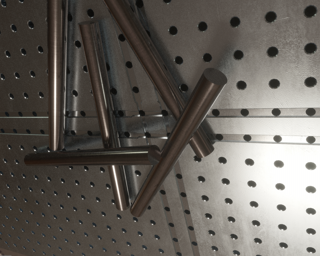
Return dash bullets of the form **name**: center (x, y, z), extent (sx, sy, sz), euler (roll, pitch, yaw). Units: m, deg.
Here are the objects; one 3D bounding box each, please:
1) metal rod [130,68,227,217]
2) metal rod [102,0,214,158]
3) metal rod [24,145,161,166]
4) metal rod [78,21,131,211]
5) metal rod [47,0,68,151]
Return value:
- **metal rod**: center (0.008, 0.043, 0.407), extent (0.025, 0.025, 0.298), euler (33, 136, 6)
- **metal rod**: center (-0.018, -0.092, 0.362), extent (0.025, 0.025, 0.299), euler (-22, 107, 36)
- **metal rod**: center (-0.123, 0.046, 0.476), extent (0.300, 0.025, 0.025), euler (-6, 116, 39)
- **metal rod**: center (-0.074, 0.001, 0.449), extent (0.025, 0.025, 0.298), euler (8, 122, 23)
- **metal rod**: center (-0.143, -0.087, 0.430), extent (0.025, 0.025, 0.298), euler (24, 127, 13)
